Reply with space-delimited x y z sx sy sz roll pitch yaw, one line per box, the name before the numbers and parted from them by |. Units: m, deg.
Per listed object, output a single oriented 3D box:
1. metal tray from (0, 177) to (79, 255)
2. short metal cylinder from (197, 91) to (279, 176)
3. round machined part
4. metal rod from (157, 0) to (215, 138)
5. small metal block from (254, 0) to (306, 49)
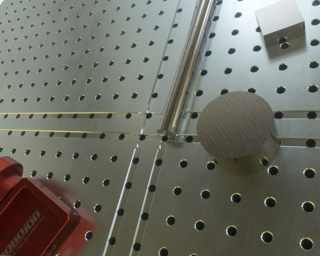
metal tray | -0.179 0.141 0.394 0.090 0.030 0.130 33 79 20
short metal cylinder | 0.087 0.006 0.342 0.080 0.050 0.080 -13 57 21
round machined part | -0.225 0.091 0.432 0.042 0.098 0.098 31 77 4
metal rod | 0.050 -0.124 0.456 0.025 0.025 0.300 4 63 29
small metal block | 0.158 -0.140 0.411 0.050 0.025 0.050 -16 55 18
